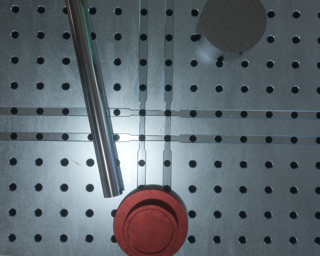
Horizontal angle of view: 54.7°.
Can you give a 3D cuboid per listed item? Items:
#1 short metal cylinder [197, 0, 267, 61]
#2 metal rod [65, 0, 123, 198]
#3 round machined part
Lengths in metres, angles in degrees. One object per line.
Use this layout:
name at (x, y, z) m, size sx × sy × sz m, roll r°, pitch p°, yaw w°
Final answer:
short metal cylinder at (0.090, -0.132, 0.402) m, size 0.081 × 0.050 × 0.079 m, roll 0°, pitch 90°, yaw -1°
metal rod at (-0.091, -0.057, 0.412) m, size 0.025 × 0.025 × 0.298 m, roll -11°, pitch 90°, yaw 0°
round machined part at (-0.012, 0.128, 0.405) m, size 0.099 × 0.042 × 0.097 m, roll 0°, pitch 90°, yaw -1°
